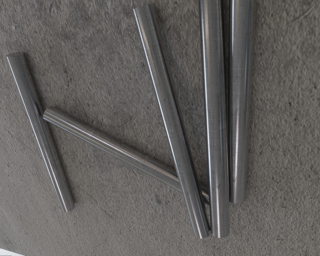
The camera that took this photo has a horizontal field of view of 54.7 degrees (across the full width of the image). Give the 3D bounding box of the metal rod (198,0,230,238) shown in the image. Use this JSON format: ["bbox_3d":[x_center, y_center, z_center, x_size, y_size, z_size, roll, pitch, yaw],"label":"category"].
[{"bbox_3d":[0.064,0.001,0.355,0.025,0.025,0.298,5,115,26],"label":"metal rod"}]

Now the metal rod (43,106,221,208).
[{"bbox_3d":[-0.041,0.042,0.454,0.301,0.025,0.025,26,128,11],"label":"metal rod"}]

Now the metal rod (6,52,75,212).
[{"bbox_3d":[-0.193,0.022,0.522,0.025,0.025,0.298,6,122,25],"label":"metal rod"}]

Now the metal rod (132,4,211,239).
[{"bbox_3d":[0.020,0.006,0.380,0.025,0.025,0.298,-5,110,30],"label":"metal rod"}]

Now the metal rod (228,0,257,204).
[{"bbox_3d":[0.087,-0.038,0.337,0.025,0.025,0.298,8,122,24],"label":"metal rod"}]
